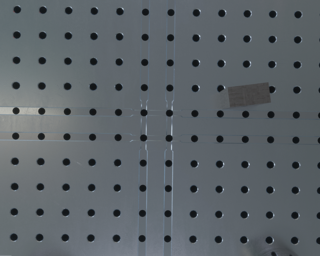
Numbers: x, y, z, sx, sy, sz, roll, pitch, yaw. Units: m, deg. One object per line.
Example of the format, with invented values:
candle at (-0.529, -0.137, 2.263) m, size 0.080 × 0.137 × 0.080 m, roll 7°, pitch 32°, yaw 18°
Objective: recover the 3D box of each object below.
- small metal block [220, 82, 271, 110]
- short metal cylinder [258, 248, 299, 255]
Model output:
small metal block at (0.109, -0.041, 0.402) m, size 0.050 × 0.050 × 0.025 m, roll -7°, pitch 90°, yaw 0°
short metal cylinder at (0.163, 0.205, 0.402) m, size 0.081 × 0.050 × 0.079 m, roll 0°, pitch 90°, yaw 0°
